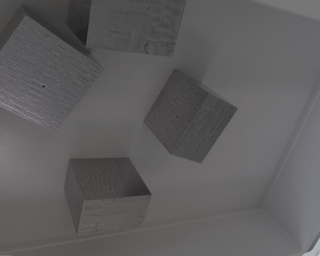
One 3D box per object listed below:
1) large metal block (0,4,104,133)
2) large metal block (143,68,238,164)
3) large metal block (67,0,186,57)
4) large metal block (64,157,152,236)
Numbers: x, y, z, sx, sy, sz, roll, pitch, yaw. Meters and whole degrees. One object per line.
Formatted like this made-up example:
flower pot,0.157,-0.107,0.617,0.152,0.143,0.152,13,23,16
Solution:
large metal block,-0.116,-0.055,0.295,0.080,0.050,0.080,33,100,-38
large metal block,0.034,-0.016,0.382,0.050,0.080,0.080,21,107,-36
large metal block,-0.035,-0.106,0.288,0.081,0.080,0.050,0,119,-28
large metal block,-0.068,0.080,0.386,0.081,0.080,0.050,2,118,-29
